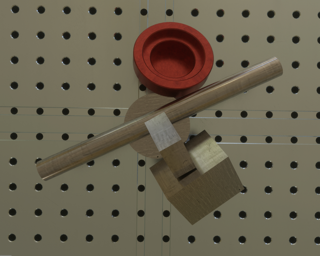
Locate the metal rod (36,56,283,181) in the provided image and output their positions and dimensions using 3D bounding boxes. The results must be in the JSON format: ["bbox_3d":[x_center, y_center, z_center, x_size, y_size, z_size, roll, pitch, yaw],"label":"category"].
[{"bbox_3d":[0.000,-0.011,0.363,0.301,0.025,0.025,-24,90,-1],"label":"metal rod"}]

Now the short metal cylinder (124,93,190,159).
[{"bbox_3d":[-0.004,-0.003,0.400,0.081,0.050,0.079,0,90,-1],"label":"short metal cylinder"}]

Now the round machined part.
[{"bbox_3d":[0.015,-0.082,0.393,0.099,0.042,0.098,2,67,-6],"label":"round machined part"}]

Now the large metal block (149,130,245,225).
[{"bbox_3d":[0.047,0.062,0.379,0.080,0.050,0.080,-35,135,0],"label":"large metal block"}]

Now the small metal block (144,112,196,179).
[{"bbox_3d":[0.011,0.019,0.340,0.025,0.050,0.050,-29,132,0],"label":"small metal block"}]
